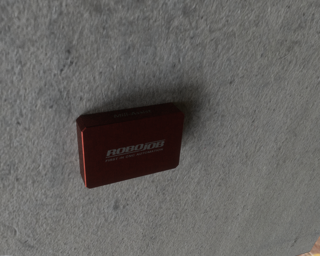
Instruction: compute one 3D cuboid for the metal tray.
[{"bbox_3d":[-0.036,0.021,0.398,0.131,0.030,0.089,-10,123,-24],"label":"metal tray"}]
